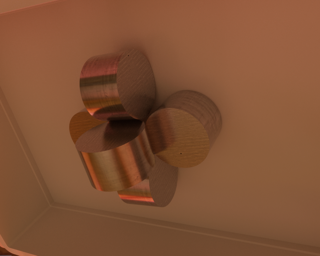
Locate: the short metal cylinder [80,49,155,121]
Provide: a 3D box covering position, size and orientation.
[{"bbox_3d":[-0.047,-0.049,0.365,0.050,0.080,0.080,-2,117,29],"label":"short metal cylinder"}]

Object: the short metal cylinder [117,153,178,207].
[{"bbox_3d":[-0.016,0.064,0.419,0.050,0.080,0.080,-2,117,29],"label":"short metal cylinder"}]

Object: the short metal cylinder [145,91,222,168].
[{"bbox_3d":[0.029,0.001,0.375,0.080,0.050,0.079,13,124,21],"label":"short metal cylinder"}]

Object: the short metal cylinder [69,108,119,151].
[{"bbox_3d":[-0.078,0.002,0.432,0.080,0.050,0.079,13,124,21],"label":"short metal cylinder"}]

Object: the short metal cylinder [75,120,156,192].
[{"bbox_3d":[-0.050,0.028,0.358,0.080,0.080,0.050,-1,118,29],"label":"short metal cylinder"}]
